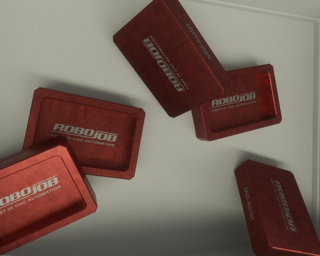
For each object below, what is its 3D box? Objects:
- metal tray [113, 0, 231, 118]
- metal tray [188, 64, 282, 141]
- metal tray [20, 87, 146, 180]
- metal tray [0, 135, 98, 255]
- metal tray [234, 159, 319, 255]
[{"bbox_3d":[0.014,-0.084,0.380,0.130,0.090,0.030,53,43,-13],"label":"metal tray"},{"bbox_3d":[0.110,-0.038,0.449,0.131,0.030,0.089,-13,95,-20],"label":"metal tray"},{"bbox_3d":[-0.090,0.009,0.375,0.131,0.030,0.089,11,86,-20],"label":"metal tray"},{"bbox_3d":[-0.145,0.074,0.331,0.131,0.030,0.090,-24,113,-9],"label":"metal tray"},{"bbox_3d":[0.160,0.112,0.428,0.091,0.030,0.130,17,44,-20],"label":"metal tray"}]
